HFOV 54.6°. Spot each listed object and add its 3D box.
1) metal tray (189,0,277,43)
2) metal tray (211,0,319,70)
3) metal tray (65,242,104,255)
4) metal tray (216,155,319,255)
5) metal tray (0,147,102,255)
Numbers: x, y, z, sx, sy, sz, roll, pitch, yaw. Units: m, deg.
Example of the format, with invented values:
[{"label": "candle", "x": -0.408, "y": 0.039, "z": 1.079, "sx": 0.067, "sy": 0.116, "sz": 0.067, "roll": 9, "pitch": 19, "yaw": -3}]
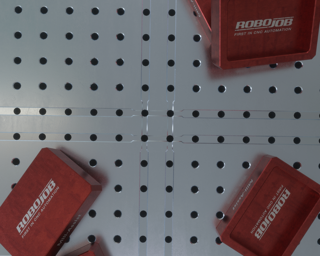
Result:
[{"label": "metal tray", "x": 0.083, "y": -0.189, "z": 0.411, "sx": 0.090, "sy": 0.030, "sz": 0.130, "roll": -27, "pitch": 90, "yaw": 0}, {"label": "metal tray", "x": 0.131, "y": -0.126, "z": 0.385, "sx": 0.131, "sy": 0.030, "sz": 0.089, "roll": -8, "pitch": 114, "yaw": -9}, {"label": "metal tray", "x": -0.100, "y": 0.232, "z": 0.410, "sx": 0.090, "sy": 0.030, "sz": 0.130, "roll": -25, "pitch": 90, "yaw": 0}, {"label": "metal tray", "x": 0.148, "y": 0.113, "z": 0.411, "sx": 0.090, "sy": 0.030, "sz": 0.130, "roll": 33, "pitch": 90, "yaw": 0}, {"label": "metal tray", "x": -0.148, "y": 0.102, "z": 0.397, "sx": 0.090, "sy": 0.030, "sz": 0.130, "roll": 35, "pitch": 90, "yaw": 18}]
